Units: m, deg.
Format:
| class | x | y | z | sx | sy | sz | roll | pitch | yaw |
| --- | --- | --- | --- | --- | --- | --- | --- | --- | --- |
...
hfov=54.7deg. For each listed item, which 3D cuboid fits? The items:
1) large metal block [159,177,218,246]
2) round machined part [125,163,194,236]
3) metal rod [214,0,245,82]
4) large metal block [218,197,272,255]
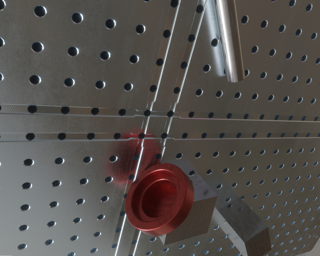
| class | x | y | z | sx | sy | sz | roll | pitch | yaw |
| --- | --- | --- | --- | --- | --- | --- | --- | --- | --- |
| large metal block | 0.037 | 0.131 | 0.497 | 0.081 | 0.050 | 0.079 | -6 | 121 | -25 |
| round machined part | 0.004 | 0.101 | 0.429 | 0.098 | 0.098 | 0.042 | -42 | 129 | 0 |
| metal rod | 0.063 | -0.181 | 0.333 | 0.025 | 0.025 | 0.299 | -28 | 128 | -11 |
| large metal block | 0.159 | 0.191 | 0.581 | 0.050 | 0.080 | 0.080 | -29 | 128 | -10 |
